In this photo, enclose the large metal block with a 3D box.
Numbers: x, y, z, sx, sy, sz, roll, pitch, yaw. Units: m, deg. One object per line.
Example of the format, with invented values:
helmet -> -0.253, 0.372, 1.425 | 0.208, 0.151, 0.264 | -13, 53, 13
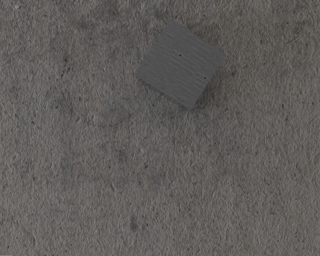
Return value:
large metal block -> 0.025, -0.077, 0.398 | 0.080, 0.050, 0.080 | 33, 90, 0
